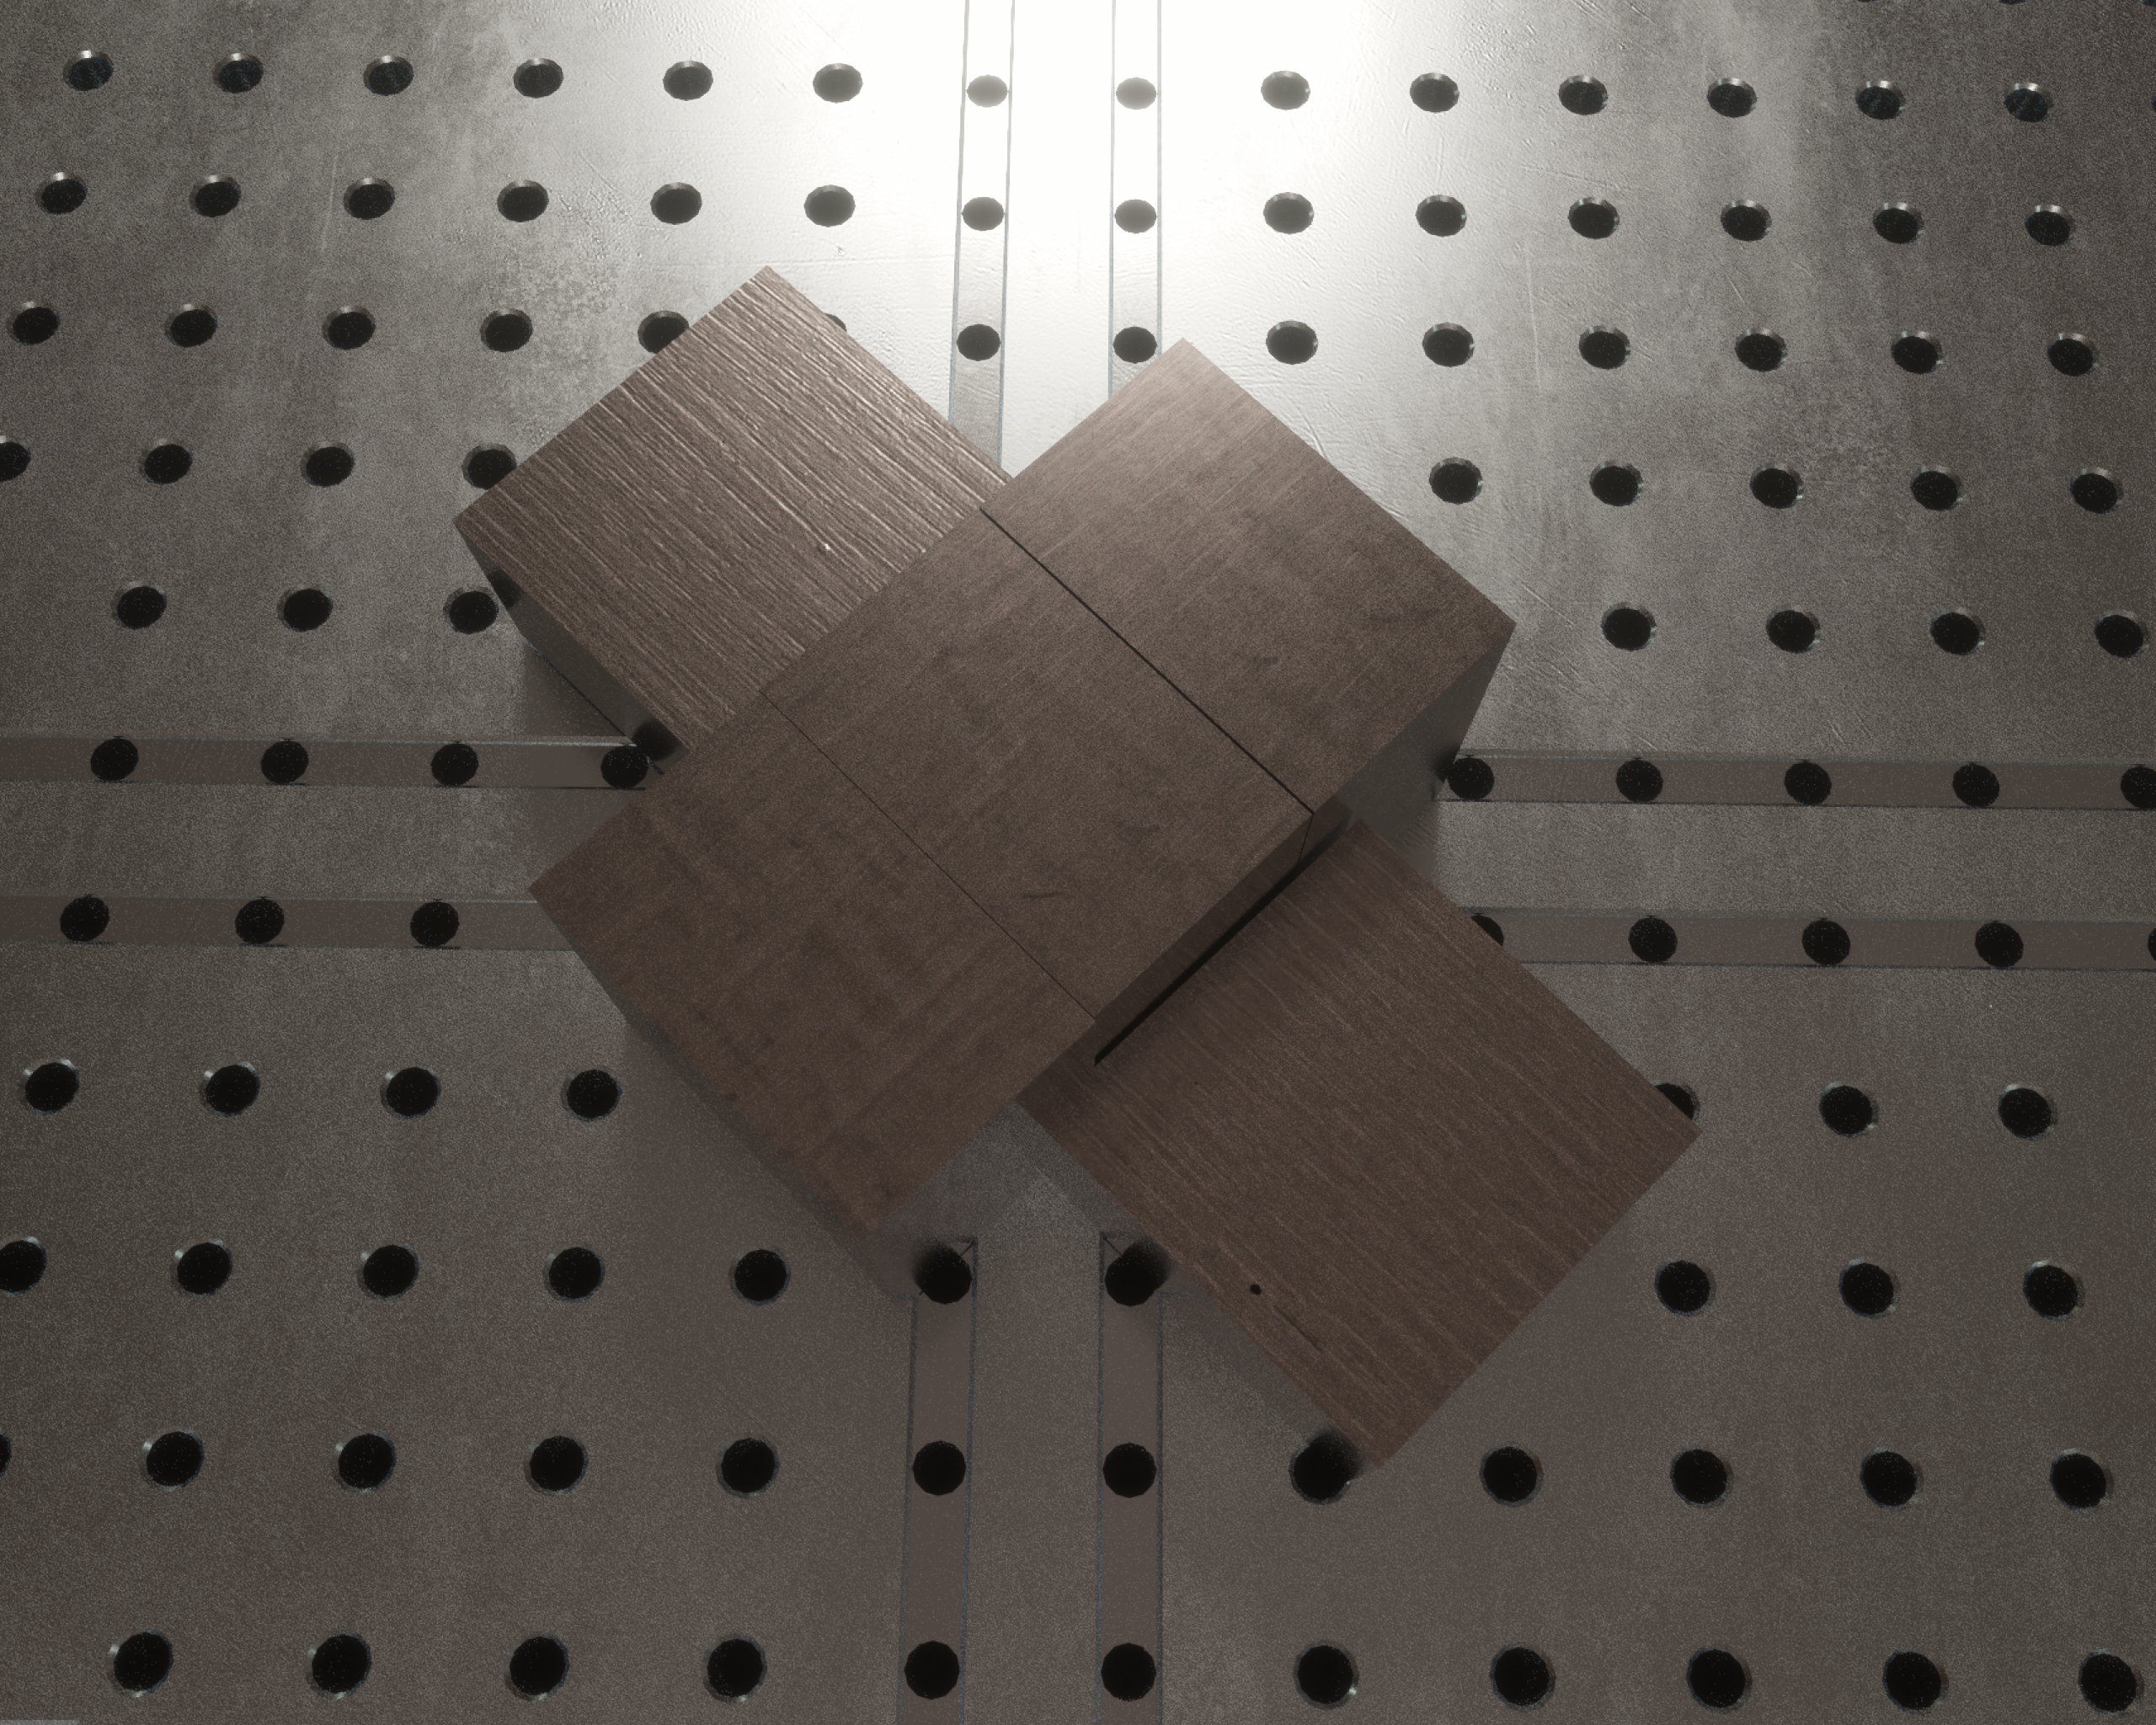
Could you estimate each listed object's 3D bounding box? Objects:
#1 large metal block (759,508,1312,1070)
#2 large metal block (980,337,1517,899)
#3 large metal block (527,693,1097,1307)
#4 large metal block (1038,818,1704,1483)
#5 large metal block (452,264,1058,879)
[{"bbox_3d":[-0.008,-0.005,0.385,0.050,0.080,0.080,-43,76,-14],"label":"large metal block"},{"bbox_3d":[0.029,-0.038,0.397,0.050,0.080,0.080,-43,76,-14],"label":"large metal block"},{"bbox_3d":[-0.043,0.028,0.372,0.050,0.080,0.080,-43,76,-14],"label":"large metal block"},{"bbox_3d":[0.050,0.053,0.380,0.080,0.050,0.080,-42,76,-13],"label":"large metal block"},{"bbox_3d":[-0.061,-0.057,0.416,0.080,0.050,0.080,43,76,13],"label":"large metal block"}]
